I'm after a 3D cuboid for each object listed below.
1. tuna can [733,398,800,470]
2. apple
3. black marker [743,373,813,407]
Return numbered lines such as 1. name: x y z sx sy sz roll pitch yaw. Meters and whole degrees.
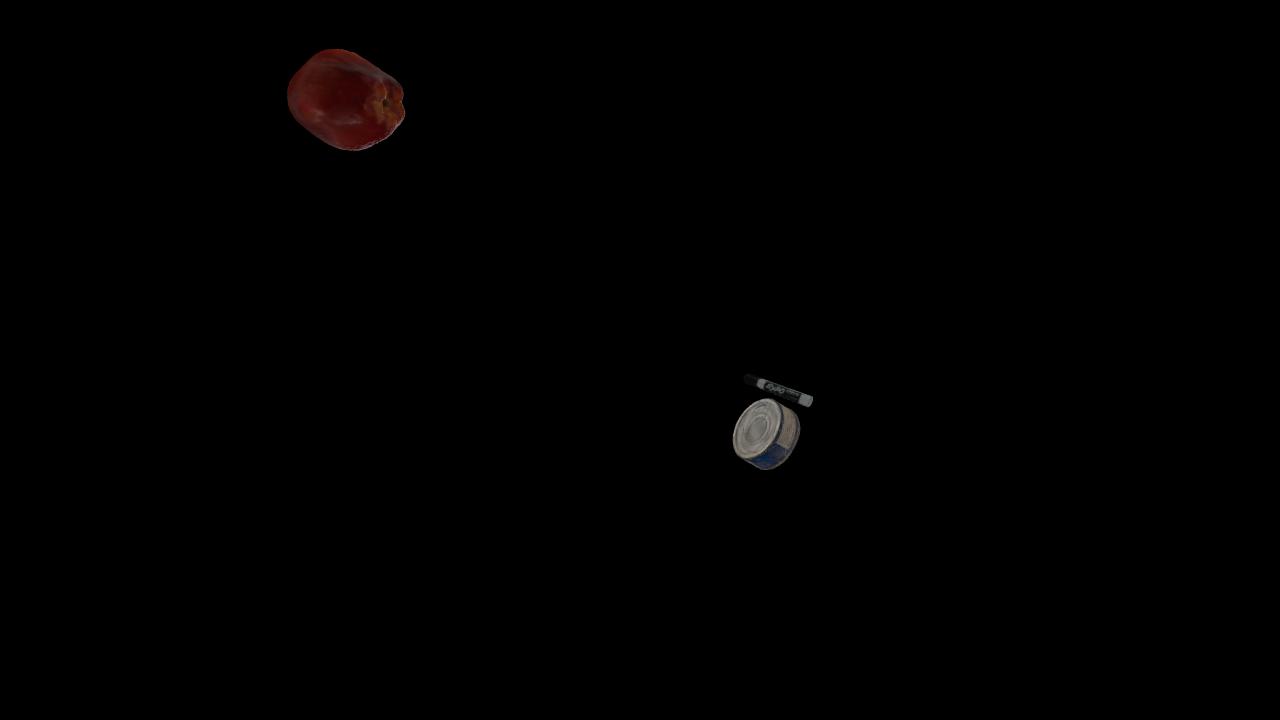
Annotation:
1. tuna can: 0.153 0.090 0.756 0.034 0.084 0.084 30 -14 -25
2. apple: -0.244 -0.215 0.511 0.093 0.079 0.079 17 6 19
3. black marker: 0.222 0.047 0.999 0.121 0.020 0.020 22 13 35
